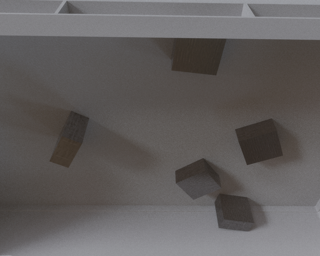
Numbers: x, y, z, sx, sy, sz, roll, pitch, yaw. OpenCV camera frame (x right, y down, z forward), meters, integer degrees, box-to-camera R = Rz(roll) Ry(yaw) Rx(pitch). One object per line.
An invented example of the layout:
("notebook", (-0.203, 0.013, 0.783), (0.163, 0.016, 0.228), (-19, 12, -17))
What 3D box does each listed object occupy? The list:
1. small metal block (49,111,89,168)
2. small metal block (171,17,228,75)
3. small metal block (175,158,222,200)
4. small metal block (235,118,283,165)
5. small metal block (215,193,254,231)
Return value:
("small metal block", (-0.118, 0.015, 0.404), (0.025, 0.050, 0.050), (24, 126, -19))
("small metal block", (0.041, -0.087, 0.335), (0.050, 0.025, 0.050), (5, 130, -5))
("small metal block", (0.059, 0.079, 0.477), (0.050, 0.025, 0.050), (-28, 125, 22))
("small metal block", (0.137, 0.020, 0.427), (0.050, 0.025, 0.050), (-18, 128, 14))
("small metal block", (0.122, 0.139, 0.512), (0.050, 0.050, 0.025), (9, 130, -8))
